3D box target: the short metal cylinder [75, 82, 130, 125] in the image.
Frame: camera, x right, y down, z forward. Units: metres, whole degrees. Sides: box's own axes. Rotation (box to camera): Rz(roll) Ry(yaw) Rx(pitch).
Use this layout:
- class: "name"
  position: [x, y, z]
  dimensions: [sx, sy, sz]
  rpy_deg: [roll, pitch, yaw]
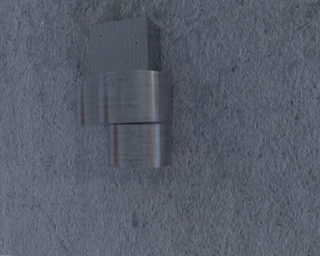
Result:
- class: "short metal cylinder"
  position: [-0.069, -0.029, 0.406]
  dimensions: [0.080, 0.080, 0.050]
  rpy_deg: [-2, 89, 20]

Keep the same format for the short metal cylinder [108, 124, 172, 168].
- class: "short metal cylinder"
  position: [-0.025, 0.021, 0.390]
  dimensions: [0.080, 0.080, 0.050]
  rpy_deg: [0, 90, 20]

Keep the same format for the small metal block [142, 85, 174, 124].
- class: "small metal block"
  position: [-0.002, -0.030, 0.400]
  dimensions: [0.025, 0.050, 0.050]
  rpy_deg: [1, 91, 20]

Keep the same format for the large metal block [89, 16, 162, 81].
- class: "large metal block"
  position: [-0.044, -0.095, 0.413]
  dimensions: [0.080, 0.050, 0.080]
  rpy_deg: [-2, 89, 20]

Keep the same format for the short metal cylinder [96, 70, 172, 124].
- class: "short metal cylinder"
  position: [-0.028, -0.031, 0.338]
  dimensions: [0.080, 0.080, 0.050]
  rpy_deg: [-2, 89, 20]
